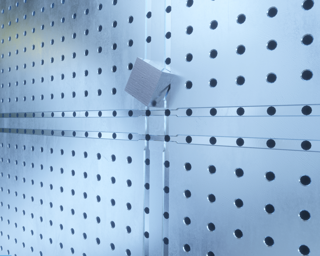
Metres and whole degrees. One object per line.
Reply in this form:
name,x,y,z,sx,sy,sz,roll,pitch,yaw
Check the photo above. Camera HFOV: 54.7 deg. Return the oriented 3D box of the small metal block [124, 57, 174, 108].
small metal block,-0.015,-0.062,0.420,0.050,0.025,0.050,37,112,33
